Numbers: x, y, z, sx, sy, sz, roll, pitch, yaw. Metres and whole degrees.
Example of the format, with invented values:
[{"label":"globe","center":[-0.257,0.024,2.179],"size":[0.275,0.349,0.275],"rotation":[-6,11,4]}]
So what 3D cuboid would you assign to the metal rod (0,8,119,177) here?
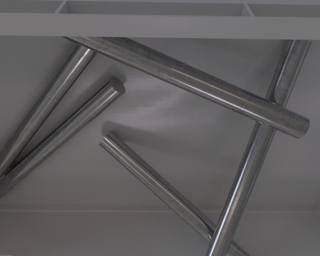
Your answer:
[{"label":"metal rod","center":[-0.147,-0.024,0.386],"size":[0.025,0.025,0.299],"rotation":[33,123,-25]}]

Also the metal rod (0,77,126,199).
[{"label":"metal rod","center":[-0.159,0.028,0.431],"size":[0.299,0.025,0.025],"rotation":[-36,122,26]}]

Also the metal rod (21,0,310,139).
[{"label":"metal rod","center":[0.015,-0.056,0.312],"size":[0.302,0.025,0.025],"rotation":[22,127,-9]}]

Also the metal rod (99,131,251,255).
[{"label":"metal rod","center":[0.036,0.114,0.431],"size":[0.300,0.025,0.025],"rotation":[42,121,-4]}]

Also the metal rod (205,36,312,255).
[{"label":"metal rod","center":[0.111,0.042,0.374],"size":[0.025,0.025,0.298],"rotation":[13,107,-11]}]
